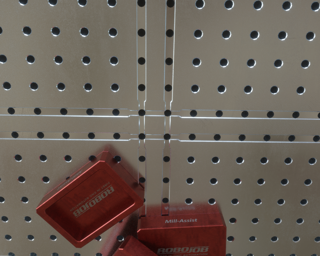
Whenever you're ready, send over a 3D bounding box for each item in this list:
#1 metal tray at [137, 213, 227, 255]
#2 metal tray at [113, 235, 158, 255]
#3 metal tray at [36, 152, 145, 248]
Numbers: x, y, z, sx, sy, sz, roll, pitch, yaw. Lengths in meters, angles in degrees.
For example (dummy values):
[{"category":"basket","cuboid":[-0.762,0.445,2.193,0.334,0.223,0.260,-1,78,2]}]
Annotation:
[{"category":"metal tray","cuboid":[0.034,0.180,0.478,0.131,0.030,0.089,-3,110,0]},{"category":"metal tray","cuboid":[-0.045,0.233,0.468,0.090,0.030,0.129,36,119,5]},{"category":"metal tray","cuboid":[-0.099,0.106,0.448,0.130,0.030,0.090,-37,107,12]}]
